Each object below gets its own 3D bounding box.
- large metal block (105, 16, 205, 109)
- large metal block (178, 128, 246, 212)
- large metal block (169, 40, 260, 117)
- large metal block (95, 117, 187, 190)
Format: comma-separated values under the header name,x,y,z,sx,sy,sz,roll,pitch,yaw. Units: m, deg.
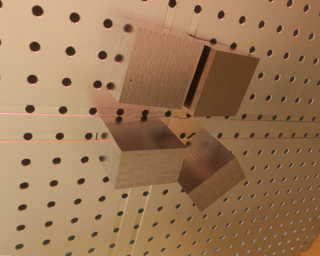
name,x,y,z,sx,sy,sz,roll,pitch,yaw
large metal block,-0.008,-0.071,0.348,0.081,0.050,0.079,4,117,-31
large metal block,0.061,0.058,0.447,0.080,0.080,0.050,-37,130,-4
large metal block,0.066,-0.061,0.387,0.081,0.050,0.079,-2,120,-39
large metal block,-0.026,0.026,0.379,0.081,0.080,0.050,-1,119,-29
